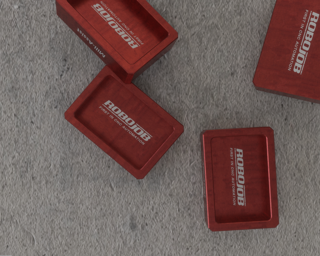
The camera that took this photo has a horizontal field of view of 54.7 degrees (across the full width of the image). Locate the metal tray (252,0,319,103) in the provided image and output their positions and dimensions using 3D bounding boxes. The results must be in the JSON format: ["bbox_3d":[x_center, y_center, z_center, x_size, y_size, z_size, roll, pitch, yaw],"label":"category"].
[{"bbox_3d":[0.180,-0.104,0.390,0.090,0.030,0.129,17,92,20],"label":"metal tray"}]

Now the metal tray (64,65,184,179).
[{"bbox_3d":[-0.045,-0.008,0.406,0.130,0.030,0.090,40,90,0],"label":"metal tray"}]

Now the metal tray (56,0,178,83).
[{"bbox_3d":[-0.053,-0.132,0.390,0.130,0.030,0.090,46,68,0],"label":"metal tray"}]

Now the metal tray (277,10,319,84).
[{"bbox_3d":[0.229,-0.099,0.408,0.131,0.030,0.089,10,90,0],"label":"metal tray"}]

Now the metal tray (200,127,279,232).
[{"bbox_3d":[0.103,0.065,0.408,0.091,0.030,0.129,-3,90,0],"label":"metal tray"}]
